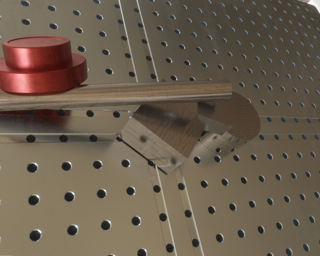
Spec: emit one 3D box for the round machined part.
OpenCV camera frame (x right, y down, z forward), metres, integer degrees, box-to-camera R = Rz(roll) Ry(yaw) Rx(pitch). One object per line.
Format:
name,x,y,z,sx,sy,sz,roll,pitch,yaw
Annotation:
round machined part,-0.131,-0.074,0.338,0.099,0.042,0.098,1,26,0

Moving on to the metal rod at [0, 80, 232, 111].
metal rod,-0.067,-0.036,0.339,0.302,0.025,0.025,-4,62,-11

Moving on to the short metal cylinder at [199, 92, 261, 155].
short metal cylinder,0.097,-0.008,0.451,0.081,0.050,0.080,14,56,-21

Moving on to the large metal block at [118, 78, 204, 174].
large metal block,0.007,-0.003,0.396,0.080,0.050,0.080,38,51,-3

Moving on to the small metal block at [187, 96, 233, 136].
small metal block,0.063,-0.024,0.391,0.050,0.025,0.050,17,55,-19
